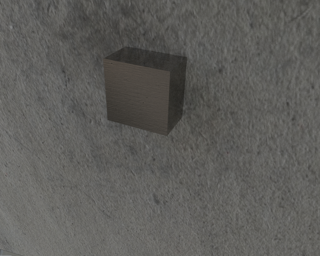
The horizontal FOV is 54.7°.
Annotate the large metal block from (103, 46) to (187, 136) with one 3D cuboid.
[{"bbox_3d":[-0.017,-0.046,0.370,0.080,0.050,0.079,15,125,19],"label":"large metal block"}]
